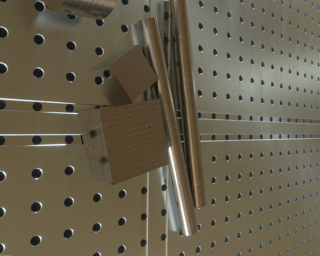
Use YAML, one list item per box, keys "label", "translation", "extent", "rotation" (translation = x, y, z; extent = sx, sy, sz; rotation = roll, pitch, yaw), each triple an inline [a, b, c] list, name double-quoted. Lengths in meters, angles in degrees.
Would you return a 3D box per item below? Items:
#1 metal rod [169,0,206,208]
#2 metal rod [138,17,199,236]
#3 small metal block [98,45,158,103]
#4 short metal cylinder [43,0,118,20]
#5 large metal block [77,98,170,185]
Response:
- label: "metal rod"
  translation: [0.041, -0.034, 0.445]
  extent: [0.025, 0.025, 0.298]
  rotation: [-10, 97, -40]
- label: "metal rod"
  translation: [0.014, 0.005, 0.422]
  extent: [0.025, 0.025, 0.298]
  rotation: [-19, 103, -39]
- label: "small metal block"
  translation: [-0.038, -0.066, 0.379]
  extent: [0.050, 0.025, 0.050]
  rotation: [-47, 118, -30]
- label: "short metal cylinder"
  translation: [-0.080, -0.153, 0.307]
  extent: [0.050, 0.080, 0.079]
  rotation: [-5, 94, -40]
- label: "large metal block"
  translation: [-0.041, 0.012, 0.361]
  extent: [0.081, 0.050, 0.079]
  rotation: [-15, 100, -39]
